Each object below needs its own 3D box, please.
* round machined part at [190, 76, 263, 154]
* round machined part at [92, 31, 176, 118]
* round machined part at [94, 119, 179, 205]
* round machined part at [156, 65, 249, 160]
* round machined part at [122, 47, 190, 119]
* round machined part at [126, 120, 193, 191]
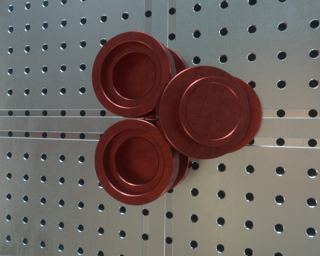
[{"bbox_3d":[0.073,-0.017,0.378,0.098,0.042,0.097,0,90,20],"label":"round machined part"},{"bbox_3d":[-0.027,-0.060,0.368,0.098,0.042,0.097,0,90,20],"label":"round machined part"},{"bbox_3d":[-0.024,0.038,0.367,0.098,0.042,0.097,0,90,20],"label":"round machined part"},{"bbox_3d":[0.048,-0.016,0.319,0.099,0.042,0.097,0,89,-12],"label":"round machined part"},{"bbox_3d":[-0.011,-0.061,0.409,0.098,0.042,0.097,0,90,20],"label":"round machined part"},{"bbox_3d":[-0.010,0.038,0.408,0.098,0.042,0.097,0,90,20],"label":"round machined part"}]
